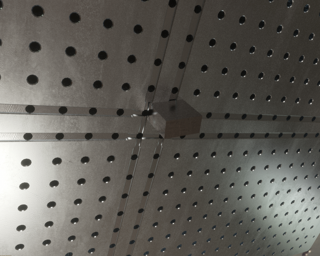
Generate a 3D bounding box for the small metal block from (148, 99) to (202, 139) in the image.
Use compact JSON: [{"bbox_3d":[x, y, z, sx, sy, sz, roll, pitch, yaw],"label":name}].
[{"bbox_3d":[0.018,-0.013,0.399,0.050,0.050,0.025,-9,122,-24],"label":"small metal block"}]
